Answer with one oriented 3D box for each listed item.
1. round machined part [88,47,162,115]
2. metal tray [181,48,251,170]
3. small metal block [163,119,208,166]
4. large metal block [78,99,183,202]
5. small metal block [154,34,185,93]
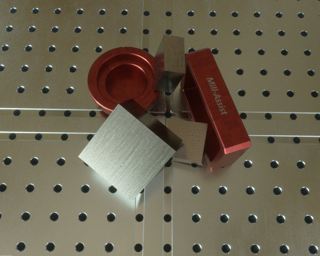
[{"bbox_3d":[-0.045,-0.058,0.423,0.099,0.042,0.098,0,70,-1],"label":"round machined part"},{"bbox_3d":[0.063,-0.021,0.386,0.030,0.090,0.130,-17,71,-6],"label":"metal tray"},{"bbox_3d":[0.034,0.018,0.400,0.050,0.025,0.050,8,74,14],"label":"small metal block"},{"bbox_3d":[-0.033,0.024,0.365,0.080,0.050,0.080,40,106,2],"label":"large metal block"},{"bbox_3d":[0.011,-0.078,0.384,0.025,0.050,0.050,5,68,-13],"label":"small metal block"}]
